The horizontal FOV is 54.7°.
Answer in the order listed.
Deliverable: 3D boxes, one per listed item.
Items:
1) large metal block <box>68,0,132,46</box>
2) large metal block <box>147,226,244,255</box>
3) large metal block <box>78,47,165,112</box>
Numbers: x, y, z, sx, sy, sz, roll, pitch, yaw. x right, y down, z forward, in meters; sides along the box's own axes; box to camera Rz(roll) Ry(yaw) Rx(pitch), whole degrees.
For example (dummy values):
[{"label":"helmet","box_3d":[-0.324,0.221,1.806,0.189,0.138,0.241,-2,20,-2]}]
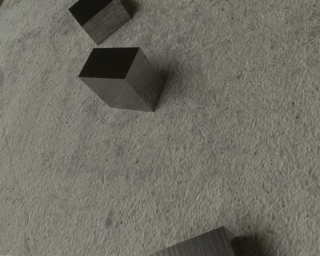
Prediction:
[{"label":"large metal block","box_3d":[-0.113,-0.213,0.578,0.080,0.050,0.080,-39,51,2]},{"label":"large metal block","box_3d":[0.041,0.146,0.277,0.080,0.050,0.080,-26,53,12]},{"label":"large metal block","box_3d":[-0.051,-0.067,0.437,0.080,0.080,0.050,8,66,31]}]
